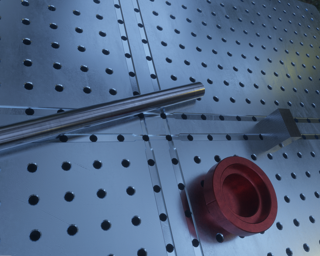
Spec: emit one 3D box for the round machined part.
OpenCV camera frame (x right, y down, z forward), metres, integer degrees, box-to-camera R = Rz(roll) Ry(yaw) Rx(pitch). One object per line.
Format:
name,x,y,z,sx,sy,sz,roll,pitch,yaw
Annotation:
round machined part,0.097,0.089,0.398,0.099,0.042,0.098,14,56,-21

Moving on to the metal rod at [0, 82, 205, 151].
metal rod,-0.058,-0.022,0.391,0.302,0.025,0.025,-17,71,-35

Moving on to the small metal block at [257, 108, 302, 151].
small metal block,0.189,0.003,0.495,0.025,0.050,0.050,1,62,-28
